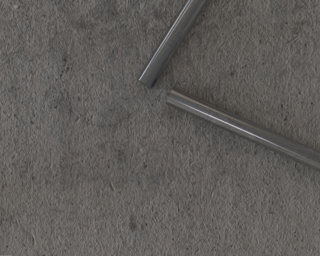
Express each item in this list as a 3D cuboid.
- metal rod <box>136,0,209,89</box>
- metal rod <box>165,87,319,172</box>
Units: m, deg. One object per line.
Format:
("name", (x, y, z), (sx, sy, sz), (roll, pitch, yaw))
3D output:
("metal rod", (0.059, -0.184, 0.410), (0.025, 0.025, 0.299), (32, 90, 0))
("metal rod", (0.150, 0.017, 0.411), (0.301, 0.025, 0.025), (24, 90, 0))
